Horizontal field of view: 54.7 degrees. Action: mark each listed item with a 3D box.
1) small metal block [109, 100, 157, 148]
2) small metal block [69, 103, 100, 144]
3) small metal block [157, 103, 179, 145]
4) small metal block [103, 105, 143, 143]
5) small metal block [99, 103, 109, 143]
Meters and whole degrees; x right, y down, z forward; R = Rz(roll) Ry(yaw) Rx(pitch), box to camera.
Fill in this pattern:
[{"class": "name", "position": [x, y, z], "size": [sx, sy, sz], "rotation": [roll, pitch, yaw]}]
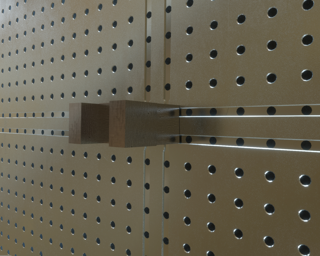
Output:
[{"class": "small metal block", "position": [-0.029, -0.004, 0.348], "size": [0.025, 0.050, 0.050], "rotation": [1, 90, 40]}, {"class": "small metal block", "position": [-0.088, -0.006, 0.397], "size": [0.025, 0.050, 0.050], "rotation": [1, 90, 40]}, {"class": "small metal block", "position": [-0.001, -0.005, 0.391], "size": [0.025, 0.050, 0.050], "rotation": [-1, 90, 40]}, {"class": "small metal block", "position": [-0.051, -0.005, 0.432], "size": [0.025, 0.050, 0.050], "rotation": [1, 91, 40]}, {"class": "small metal block", "position": [-0.050, -0.006, 0.384], "size": [0.050, 0.025, 0.050], "rotation": [1, 91, 39]}]
